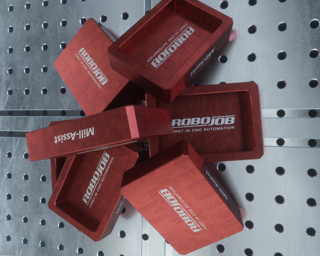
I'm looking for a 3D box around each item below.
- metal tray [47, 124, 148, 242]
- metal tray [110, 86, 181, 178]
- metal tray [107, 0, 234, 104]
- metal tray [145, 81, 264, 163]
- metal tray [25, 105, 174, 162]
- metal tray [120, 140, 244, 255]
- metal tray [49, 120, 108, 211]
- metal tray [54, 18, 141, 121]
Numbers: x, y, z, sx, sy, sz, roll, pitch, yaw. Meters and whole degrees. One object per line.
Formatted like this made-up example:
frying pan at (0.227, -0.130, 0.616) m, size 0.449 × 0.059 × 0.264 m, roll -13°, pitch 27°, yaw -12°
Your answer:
metal tray at (-0.083, 0.069, 0.407) m, size 0.090 × 0.030 × 0.129 m, roll 28°, pitch 99°, yaw 18°
metal tray at (-0.022, 0.000, 0.418) m, size 0.090 × 0.030 × 0.129 m, roll -5°, pitch 86°, yaw 18°
metal tray at (0.014, -0.101, 0.370) m, size 0.090 × 0.030 × 0.130 m, roll 35°, pitch 68°, yaw 17°
metal tray at (0.052, -0.005, 0.372) m, size 0.131 × 0.030 × 0.090 m, roll -4°, pitch 89°, yaw 2°
metal tray at (-0.062, 0.007, 0.332) m, size 0.130 × 0.090 × 0.030 m, roll -13°, pitch 86°, yaw 24°
metal tray at (0.027, 0.087, 0.365) m, size 0.090 × 0.030 × 0.130 m, roll -31°, pitch 113°, yaw 18°
metal tray at (-0.112, 0.052, 0.450) m, size 0.090 × 0.030 × 0.129 m, roll -4°, pitch 88°, yaw 19°
metal tray at (-0.084, -0.078, 0.422) m, size 0.090 × 0.030 × 0.130 m, roll -47°, pitch 60°, yaw 14°
